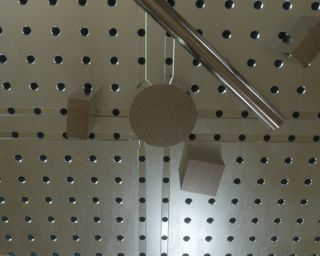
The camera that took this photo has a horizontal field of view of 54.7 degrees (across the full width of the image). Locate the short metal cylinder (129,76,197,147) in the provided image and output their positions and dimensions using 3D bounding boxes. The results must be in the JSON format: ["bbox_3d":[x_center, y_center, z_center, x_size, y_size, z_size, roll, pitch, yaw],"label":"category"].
[{"bbox_3d":[0.003,-0.022,0.392,0.081,0.050,0.079,0,110,-1],"label":"short metal cylinder"}]

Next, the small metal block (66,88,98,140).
[{"bbox_3d":[-0.098,-0.019,0.392,0.025,0.050,0.050,8,110,-3],"label":"small metal block"}]

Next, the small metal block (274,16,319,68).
[{"bbox_3d":[0.170,-0.103,0.365,0.025,0.050,0.050,36,106,-13],"label":"small metal block"}]

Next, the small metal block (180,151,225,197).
[{"bbox_3d":[0.059,0.065,0.438,0.050,0.025,0.050,11,110,-5],"label":"small metal block"}]

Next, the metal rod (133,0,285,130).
[{"bbox_3d":[0.044,-0.101,0.376,0.300,0.025,0.025,40,105,-14],"label":"metal rod"}]
